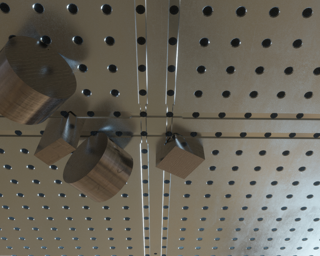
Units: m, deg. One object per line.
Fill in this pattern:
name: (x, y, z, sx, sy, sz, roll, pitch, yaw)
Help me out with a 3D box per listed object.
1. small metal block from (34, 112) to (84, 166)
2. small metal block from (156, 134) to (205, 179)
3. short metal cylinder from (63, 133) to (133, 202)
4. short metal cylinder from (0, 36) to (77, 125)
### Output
small metal block: (-0.131, 0.014, 0.406, 0.050, 0.050, 0.025, -30, 124, 22)
small metal block: (0.029, 0.042, 0.448, 0.050, 0.025, 0.050, 26, 125, -21)
short metal cylinder: (-0.083, 0.053, 0.420, 0.080, 0.080, 0.050, -30, 124, 23)
short metal cylinder: (-0.138, -0.050, 0.331, 0.050, 0.080, 0.080, -36, 122, 26)
